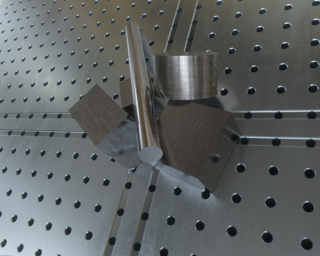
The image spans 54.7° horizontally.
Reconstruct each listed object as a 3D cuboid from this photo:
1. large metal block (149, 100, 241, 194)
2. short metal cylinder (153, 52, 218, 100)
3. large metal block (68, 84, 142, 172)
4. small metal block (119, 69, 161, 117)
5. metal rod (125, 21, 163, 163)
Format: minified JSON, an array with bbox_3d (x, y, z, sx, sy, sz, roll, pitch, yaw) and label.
[{"bbox_3d":[0.036,0.018,0.361,0.080,0.050,0.080,19,72,35],"label":"large metal block"},{"bbox_3d":[0.032,-0.068,0.388,0.080,0.081,0.050,9,110,32],"label":"short metal cylinder"},{"bbox_3d":[-0.060,0.000,0.402,0.050,0.080,0.080,-45,51,-3],"label":"large metal block"},{"bbox_3d":[-0.030,-0.051,0.454,0.050,0.025,0.050,-22,54,14],"label":"small metal block"},{"bbox_3d":[-0.029,-0.073,0.428,0.025,0.025,0.300,-25,41,13],"label":"metal rod"}]
